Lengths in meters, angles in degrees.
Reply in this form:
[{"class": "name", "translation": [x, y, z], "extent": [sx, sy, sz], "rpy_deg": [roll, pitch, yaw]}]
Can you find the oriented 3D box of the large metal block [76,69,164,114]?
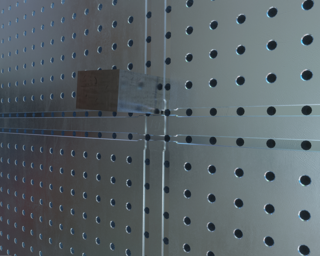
[{"class": "large metal block", "translation": [-0.053, -0.047, 0.415], "extent": [0.080, 0.081, 0.050], "rpy_deg": [7, 94, 39]}]
